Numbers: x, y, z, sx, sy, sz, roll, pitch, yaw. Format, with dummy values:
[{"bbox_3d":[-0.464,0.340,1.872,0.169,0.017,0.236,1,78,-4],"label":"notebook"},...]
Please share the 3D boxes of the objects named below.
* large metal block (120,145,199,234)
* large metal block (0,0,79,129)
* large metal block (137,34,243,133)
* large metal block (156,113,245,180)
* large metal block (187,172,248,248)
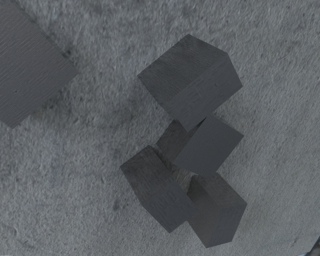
[{"bbox_3d":[-0.001,0.083,0.423,0.050,0.080,0.080,-37,130,-4],"label":"large metal block"},{"bbox_3d":[-0.136,-0.060,0.280,0.080,0.050,0.080,-41,130,-1],"label":"large metal block"},{"bbox_3d":[0.032,-0.054,0.357,0.080,0.080,0.050,-40,130,-2],"label":"large metal block"},{"bbox_3d":[0.056,0.016,0.433,0.080,0.050,0.080,27,103,-38],"label":"large metal block"},{"bbox_3d":[0.084,0.130,0.500,0.050,0.080,0.079,-2,120,-28],"label":"large metal block"}]
